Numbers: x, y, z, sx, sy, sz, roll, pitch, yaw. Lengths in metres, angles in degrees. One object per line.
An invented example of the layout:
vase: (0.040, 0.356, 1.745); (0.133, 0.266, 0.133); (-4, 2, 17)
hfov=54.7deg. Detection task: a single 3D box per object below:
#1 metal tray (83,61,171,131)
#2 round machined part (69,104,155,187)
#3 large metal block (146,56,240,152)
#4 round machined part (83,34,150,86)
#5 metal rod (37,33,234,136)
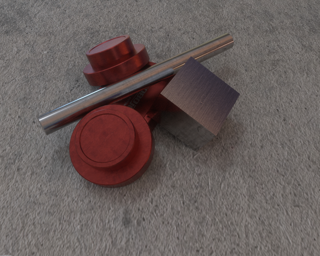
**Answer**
metal tray: (-0.036, -0.044, 0.438); (0.090, 0.030, 0.130); (19, 53, 15)
round machined part: (-0.057, 0.017, 0.356); (0.099, 0.042, 0.098); (-2, 70, 6)
large metal block: (0.043, -0.031, 0.396); (0.080, 0.050, 0.080); (37, 55, -2)
round machined part: (-0.068, -0.103, 0.454); (0.098, 0.042, 0.098); (-18, 28, 10)
metal rod: (-0.017, -0.069, 0.424); (0.302, 0.025, 0.025); (-28, 56, -22)
